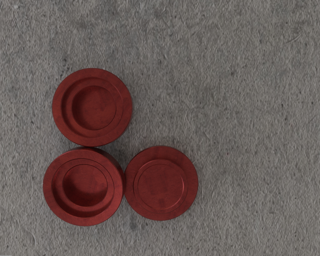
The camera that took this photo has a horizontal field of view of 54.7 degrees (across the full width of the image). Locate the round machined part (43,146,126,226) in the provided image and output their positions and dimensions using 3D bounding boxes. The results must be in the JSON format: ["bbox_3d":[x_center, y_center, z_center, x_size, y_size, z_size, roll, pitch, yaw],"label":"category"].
[{"bbox_3d":[-0.093,0.071,0.396,0.099,0.042,0.097,0,98,1],"label":"round machined part"}]

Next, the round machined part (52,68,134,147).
[{"bbox_3d":[-0.083,-0.025,0.401,0.099,0.042,0.097,0,90,0],"label":"round machined part"}]

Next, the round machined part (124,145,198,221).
[{"bbox_3d":[0.001,0.072,0.401,0.099,0.042,0.097,0,90,0],"label":"round machined part"}]
